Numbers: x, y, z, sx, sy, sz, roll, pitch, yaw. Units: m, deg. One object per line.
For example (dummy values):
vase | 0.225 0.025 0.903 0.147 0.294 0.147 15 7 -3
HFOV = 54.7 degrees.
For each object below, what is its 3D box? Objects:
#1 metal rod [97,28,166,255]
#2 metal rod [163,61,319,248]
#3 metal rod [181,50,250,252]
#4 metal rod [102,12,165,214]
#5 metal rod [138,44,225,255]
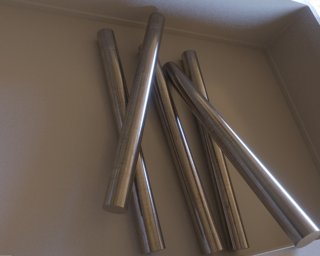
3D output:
metal rod | -0.042 -0.003 0.384 0.025 0.025 0.299 -1 62 -29
metal rod | 0.070 0.002 0.367 0.025 0.025 0.300 0 38 -28
metal rod | 0.070 0.013 0.435 0.025 0.025 0.299 4 60 -26
metal rod | -0.024 -0.043 0.385 0.025 0.025 0.300 21 54 -16
metal rod | 0.020 0.009 0.410 0.025 0.025 0.299 -3 63 -30
